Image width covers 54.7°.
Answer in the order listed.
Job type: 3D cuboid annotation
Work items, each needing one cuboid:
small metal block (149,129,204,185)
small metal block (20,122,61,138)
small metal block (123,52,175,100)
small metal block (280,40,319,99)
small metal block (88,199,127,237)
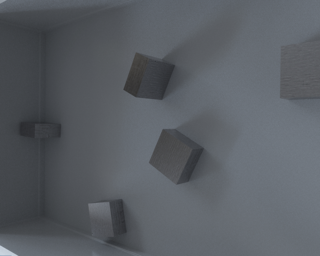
[{"bbox_3d":[0.020,0.035,0.389,0.050,0.025,0.050,34,111,34],"label":"small metal block"},{"bbox_3d":[-0.218,0.003,0.567,0.050,0.050,0.025,6,94,39],"label":"small metal block"},{"bbox_3d":[-0.013,-0.065,0.400,0.025,0.050,0.050,33,110,35],"label":"small metal block"},{"bbox_3d":[0.142,-0.053,0.289,0.050,0.025,0.050,1,91,39],"label":"small metal block"},{"bbox_3d":[-0.081,0.136,0.471,0.050,0.025,0.050,-15,81,38],"label":"small metal block"}]
